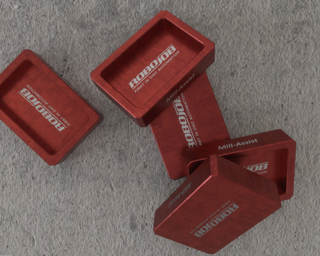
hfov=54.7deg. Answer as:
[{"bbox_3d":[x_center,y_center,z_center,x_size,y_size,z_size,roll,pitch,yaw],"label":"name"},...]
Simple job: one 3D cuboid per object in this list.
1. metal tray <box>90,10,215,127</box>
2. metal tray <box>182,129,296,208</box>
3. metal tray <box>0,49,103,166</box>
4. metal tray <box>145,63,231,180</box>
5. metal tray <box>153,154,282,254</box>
[{"bbox_3d":[-0.007,-0.075,0.380,0.130,0.030,0.090,-44,69,-10],"label":"metal tray"},{"bbox_3d":[0.098,0.058,0.385,0.131,0.030,0.089,-12,117,-4],"label":"metal tray"},{"bbox_3d":[-0.152,-0.026,0.406,0.130,0.030,0.090,44,90,0],"label":"metal tray"},{"bbox_3d":[0.034,-0.008,0.408,0.090,0.030,0.129,-20,90,0],"label":"metal tray"},{"bbox_3d":[0.061,0.095,0.362,0.090,0.030,0.129,26,127,-15],"label":"metal tray"}]
